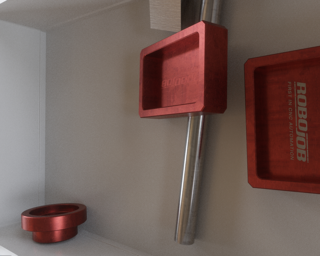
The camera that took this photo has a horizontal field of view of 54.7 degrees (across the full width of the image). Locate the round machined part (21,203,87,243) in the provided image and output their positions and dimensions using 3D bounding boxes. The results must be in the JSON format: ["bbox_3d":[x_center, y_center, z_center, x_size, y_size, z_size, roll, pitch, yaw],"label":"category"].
[{"bbox_3d":[-0.167,0.152,0.494,0.098,0.099,0.042,-4,88,39],"label":"round machined part"}]

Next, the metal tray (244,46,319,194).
[{"bbox_3d":[0.130,-0.006,0.294,0.090,0.030,0.129,-2,88,39],"label":"metal tray"}]

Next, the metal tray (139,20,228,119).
[{"bbox_3d":[0.020,-0.058,0.356,0.130,0.030,0.089,-3,85,57],"label":"metal tray"}]

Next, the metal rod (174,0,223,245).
[{"bbox_3d":[0.045,-0.010,0.367,0.025,0.025,0.298,10,96,39],"label":"metal rod"}]

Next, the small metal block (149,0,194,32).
[{"bbox_3d":[0.014,-0.148,0.382,0.050,0.025,0.050,22,127,37],"label":"small metal block"}]
